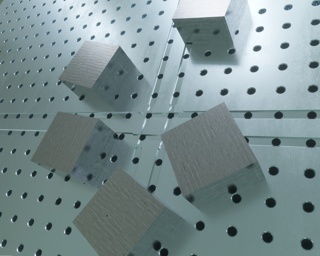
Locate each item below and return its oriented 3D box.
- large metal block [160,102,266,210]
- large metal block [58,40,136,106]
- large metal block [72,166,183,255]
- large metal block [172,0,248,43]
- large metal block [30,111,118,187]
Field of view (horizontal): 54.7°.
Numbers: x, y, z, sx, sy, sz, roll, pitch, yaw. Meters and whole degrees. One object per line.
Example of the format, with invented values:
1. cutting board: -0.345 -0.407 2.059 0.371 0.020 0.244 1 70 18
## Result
1. large metal block: 0.057 0.031 0.342 0.080 0.050 0.080 -28 52 10
2. large metal block: -0.101 -0.089 0.498 0.080 0.050 0.080 19 71 35
3. large metal block: -0.036 0.103 0.346 0.080 0.050 0.080 33 80 38
4. large metal block: 0.075 -0.175 0.459 0.080 0.050 0.080 10 66 32
5. large metal block: -0.119 0.028 0.436 0.080 0.050 0.080 10 67 32
